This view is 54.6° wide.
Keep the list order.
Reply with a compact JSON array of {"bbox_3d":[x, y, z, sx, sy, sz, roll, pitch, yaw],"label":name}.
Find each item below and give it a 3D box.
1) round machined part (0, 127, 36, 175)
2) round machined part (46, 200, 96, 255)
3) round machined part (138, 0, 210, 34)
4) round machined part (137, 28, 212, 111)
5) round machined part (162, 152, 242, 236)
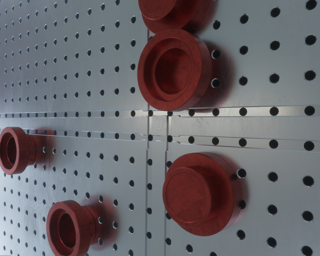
[{"bbox_3d":[-0.295,0.046,0.644,0.098,0.042,0.097,0,90,40],"label":"round machined part"},{"bbox_3d":[-0.146,0.170,0.521,0.098,0.042,0.097,0,90,40],"label":"round machined part"},{"bbox_3d":[0.011,-0.166,0.390,0.098,0.042,0.097,0,90,40],"label":"round machined part"},{"bbox_3d":[0.022,-0.069,0.381,0.098,0.042,0.097,0,90,40],"label":"round machined part"},{"bbox_3d":[0.042,0.078,0.365,0.098,0.042,0.097,0,90,40],"label":"round machined part"}]
